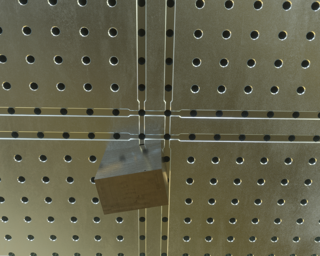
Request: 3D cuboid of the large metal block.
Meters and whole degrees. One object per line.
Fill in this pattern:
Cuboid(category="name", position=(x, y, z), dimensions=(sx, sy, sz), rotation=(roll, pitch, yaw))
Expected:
Cuboid(category="large metal block", position=(-0.034, 0.063, 0.407), dimensions=(0.080, 0.080, 0.050), rotation=(-10, 110, 3))
